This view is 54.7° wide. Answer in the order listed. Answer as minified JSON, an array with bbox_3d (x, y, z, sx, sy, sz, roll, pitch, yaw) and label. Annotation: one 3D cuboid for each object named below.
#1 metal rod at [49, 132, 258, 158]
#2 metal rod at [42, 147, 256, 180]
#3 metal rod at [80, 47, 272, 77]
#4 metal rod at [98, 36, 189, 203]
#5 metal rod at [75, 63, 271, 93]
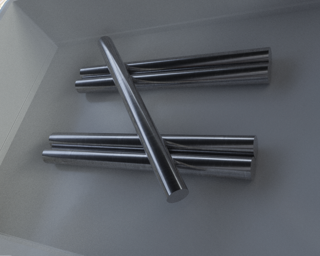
[{"bbox_3d":[-0.029,0.019,0.407,0.300,0.025,0.025,0,62,28],"label":"metal rod"},{"bbox_3d":[-0.035,0.042,0.396,0.300,0.025,0.025,0,62,28],"label":"metal rod"},{"bbox_3d":[0.005,-0.090,0.456,0.300,0.025,0.025,1,62,28],"label":"metal rod"},{"bbox_3d":[-0.036,-0.034,0.412,0.025,0.025,0.300,-33,51,7],"label":"metal rod"},{"bbox_3d":[0.000,-0.068,0.445,0.300,0.025,0.025,1,62,28],"label":"metal rod"}]
